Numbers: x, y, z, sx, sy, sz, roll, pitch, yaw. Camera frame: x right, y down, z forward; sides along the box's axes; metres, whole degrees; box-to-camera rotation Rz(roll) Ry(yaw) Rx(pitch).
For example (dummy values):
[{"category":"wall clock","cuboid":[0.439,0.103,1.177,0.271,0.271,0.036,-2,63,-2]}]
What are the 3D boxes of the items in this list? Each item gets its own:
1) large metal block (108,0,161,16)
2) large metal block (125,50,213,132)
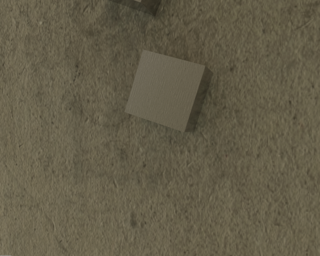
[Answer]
[{"category":"large metal block","cuboid":[-0.035,-0.205,0.407,0.080,0.050,0.080,25,98,18]},{"category":"large metal block","cuboid":[0.012,-0.045,0.391,0.080,0.050,0.080,19,96,18]}]
